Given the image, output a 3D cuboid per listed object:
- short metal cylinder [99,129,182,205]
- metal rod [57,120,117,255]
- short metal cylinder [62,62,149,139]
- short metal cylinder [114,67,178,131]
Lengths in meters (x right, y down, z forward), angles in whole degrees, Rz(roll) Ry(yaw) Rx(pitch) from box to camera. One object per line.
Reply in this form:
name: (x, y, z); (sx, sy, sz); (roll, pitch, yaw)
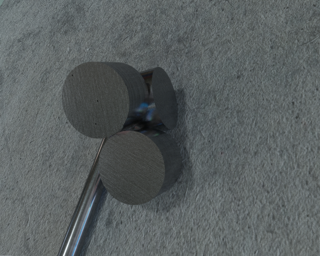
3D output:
short metal cylinder: (-0.021, 0.041, 0.352); (0.080, 0.050, 0.079); (1, 93, 24)
metal rod: (-0.091, 0.095, 0.393); (0.025, 0.025, 0.300); (3, 63, 30)
short metal cylinder: (-0.059, -0.032, 0.342); (0.080, 0.050, 0.079); (4, 102, 20)
short metal cylinder: (-0.015, -0.033, 0.397); (0.050, 0.080, 0.080); (-11, 57, 22)
